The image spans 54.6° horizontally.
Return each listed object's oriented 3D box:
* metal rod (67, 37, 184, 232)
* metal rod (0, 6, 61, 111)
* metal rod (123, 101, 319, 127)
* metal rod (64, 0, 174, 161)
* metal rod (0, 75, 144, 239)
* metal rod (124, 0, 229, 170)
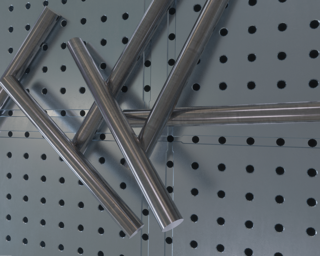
[{"bbox_3d":[-0.056,-0.012,0.387,0.025,0.025,0.299,-41,60,15],"label":"metal rod"},{"bbox_3d":[-0.253,-0.063,0.502,0.025,0.025,0.299,42,103,15],"label":"metal rod"},{"bbox_3d":[0.093,-0.016,0.379,0.301,0.025,0.025,-1,90,20],"label":"metal rod"},{"bbox_3d":[-0.056,-0.075,0.432,0.025,0.025,0.299,35,101,16],"label":"metal rod"},{"bbox_3d":[-0.131,0.029,0.431,0.300,0.025,0.025,45,104,17],"label":"metal rod"},{"bbox_3d":[0.033,-0.082,0.382,0.025,0.025,0.299,27,92,18],"label":"metal rod"}]
